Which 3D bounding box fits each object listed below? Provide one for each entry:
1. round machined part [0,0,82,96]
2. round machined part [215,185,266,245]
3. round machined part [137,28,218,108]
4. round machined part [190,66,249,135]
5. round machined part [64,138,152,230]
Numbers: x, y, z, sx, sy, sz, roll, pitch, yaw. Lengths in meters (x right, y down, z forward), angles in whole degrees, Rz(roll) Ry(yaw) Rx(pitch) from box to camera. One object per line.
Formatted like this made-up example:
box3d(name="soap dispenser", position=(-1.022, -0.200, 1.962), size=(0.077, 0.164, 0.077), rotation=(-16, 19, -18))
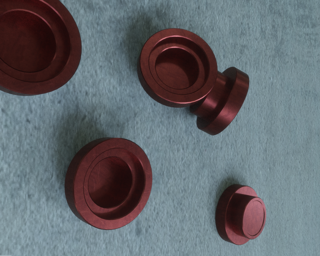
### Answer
box3d(name="round machined part", position=(-0.128, -0.078, 0.287), size=(0.099, 0.042, 0.097), rotation=(0, 90, -40))
box3d(name="round machined part", position=(0.140, 0.145, 0.515), size=(0.099, 0.042, 0.097), rotation=(0, 90, -40))
box3d(name="round machined part", position=(0.019, -0.073, 0.394), size=(0.099, 0.042, 0.098), rotation=(3, 77, -13))
box3d(name="round machined part", position=(0.076, -0.042, 0.430), size=(0.042, 0.098, 0.098), rotation=(27, 71, -11))
box3d(name="round machined part", position=(-0.060, 0.059, 0.345), size=(0.099, 0.042, 0.097), rotation=(0, 90, -40))
